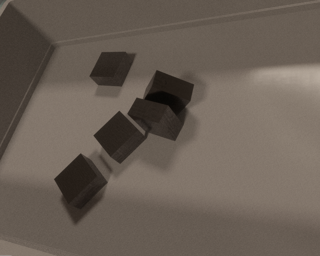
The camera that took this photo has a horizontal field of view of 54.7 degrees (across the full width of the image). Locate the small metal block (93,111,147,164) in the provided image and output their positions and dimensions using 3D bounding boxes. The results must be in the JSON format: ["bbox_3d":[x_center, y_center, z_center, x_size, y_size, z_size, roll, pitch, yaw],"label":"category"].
[{"bbox_3d":[-0.055,0.012,0.426,0.050,0.025,0.050,-44,51,-3],"label":"small metal block"}]

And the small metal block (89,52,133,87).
[{"bbox_3d":[-0.079,-0.096,0.504,0.050,0.025,0.050,8,65,31],"label":"small metal block"}]

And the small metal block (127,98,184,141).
[{"bbox_3d":[-0.005,-0.011,0.398,0.050,0.050,0.025,17,72,34],"label":"small metal block"}]

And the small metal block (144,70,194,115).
[{"bbox_3d":[0.009,-0.043,0.397,0.050,0.050,0.025,19,65,-11],"label":"small metal block"}]

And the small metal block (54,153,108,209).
[{"bbox_3d":[-0.107,0.071,0.416,0.050,0.025,0.050,-45,51,-3],"label":"small metal block"}]
